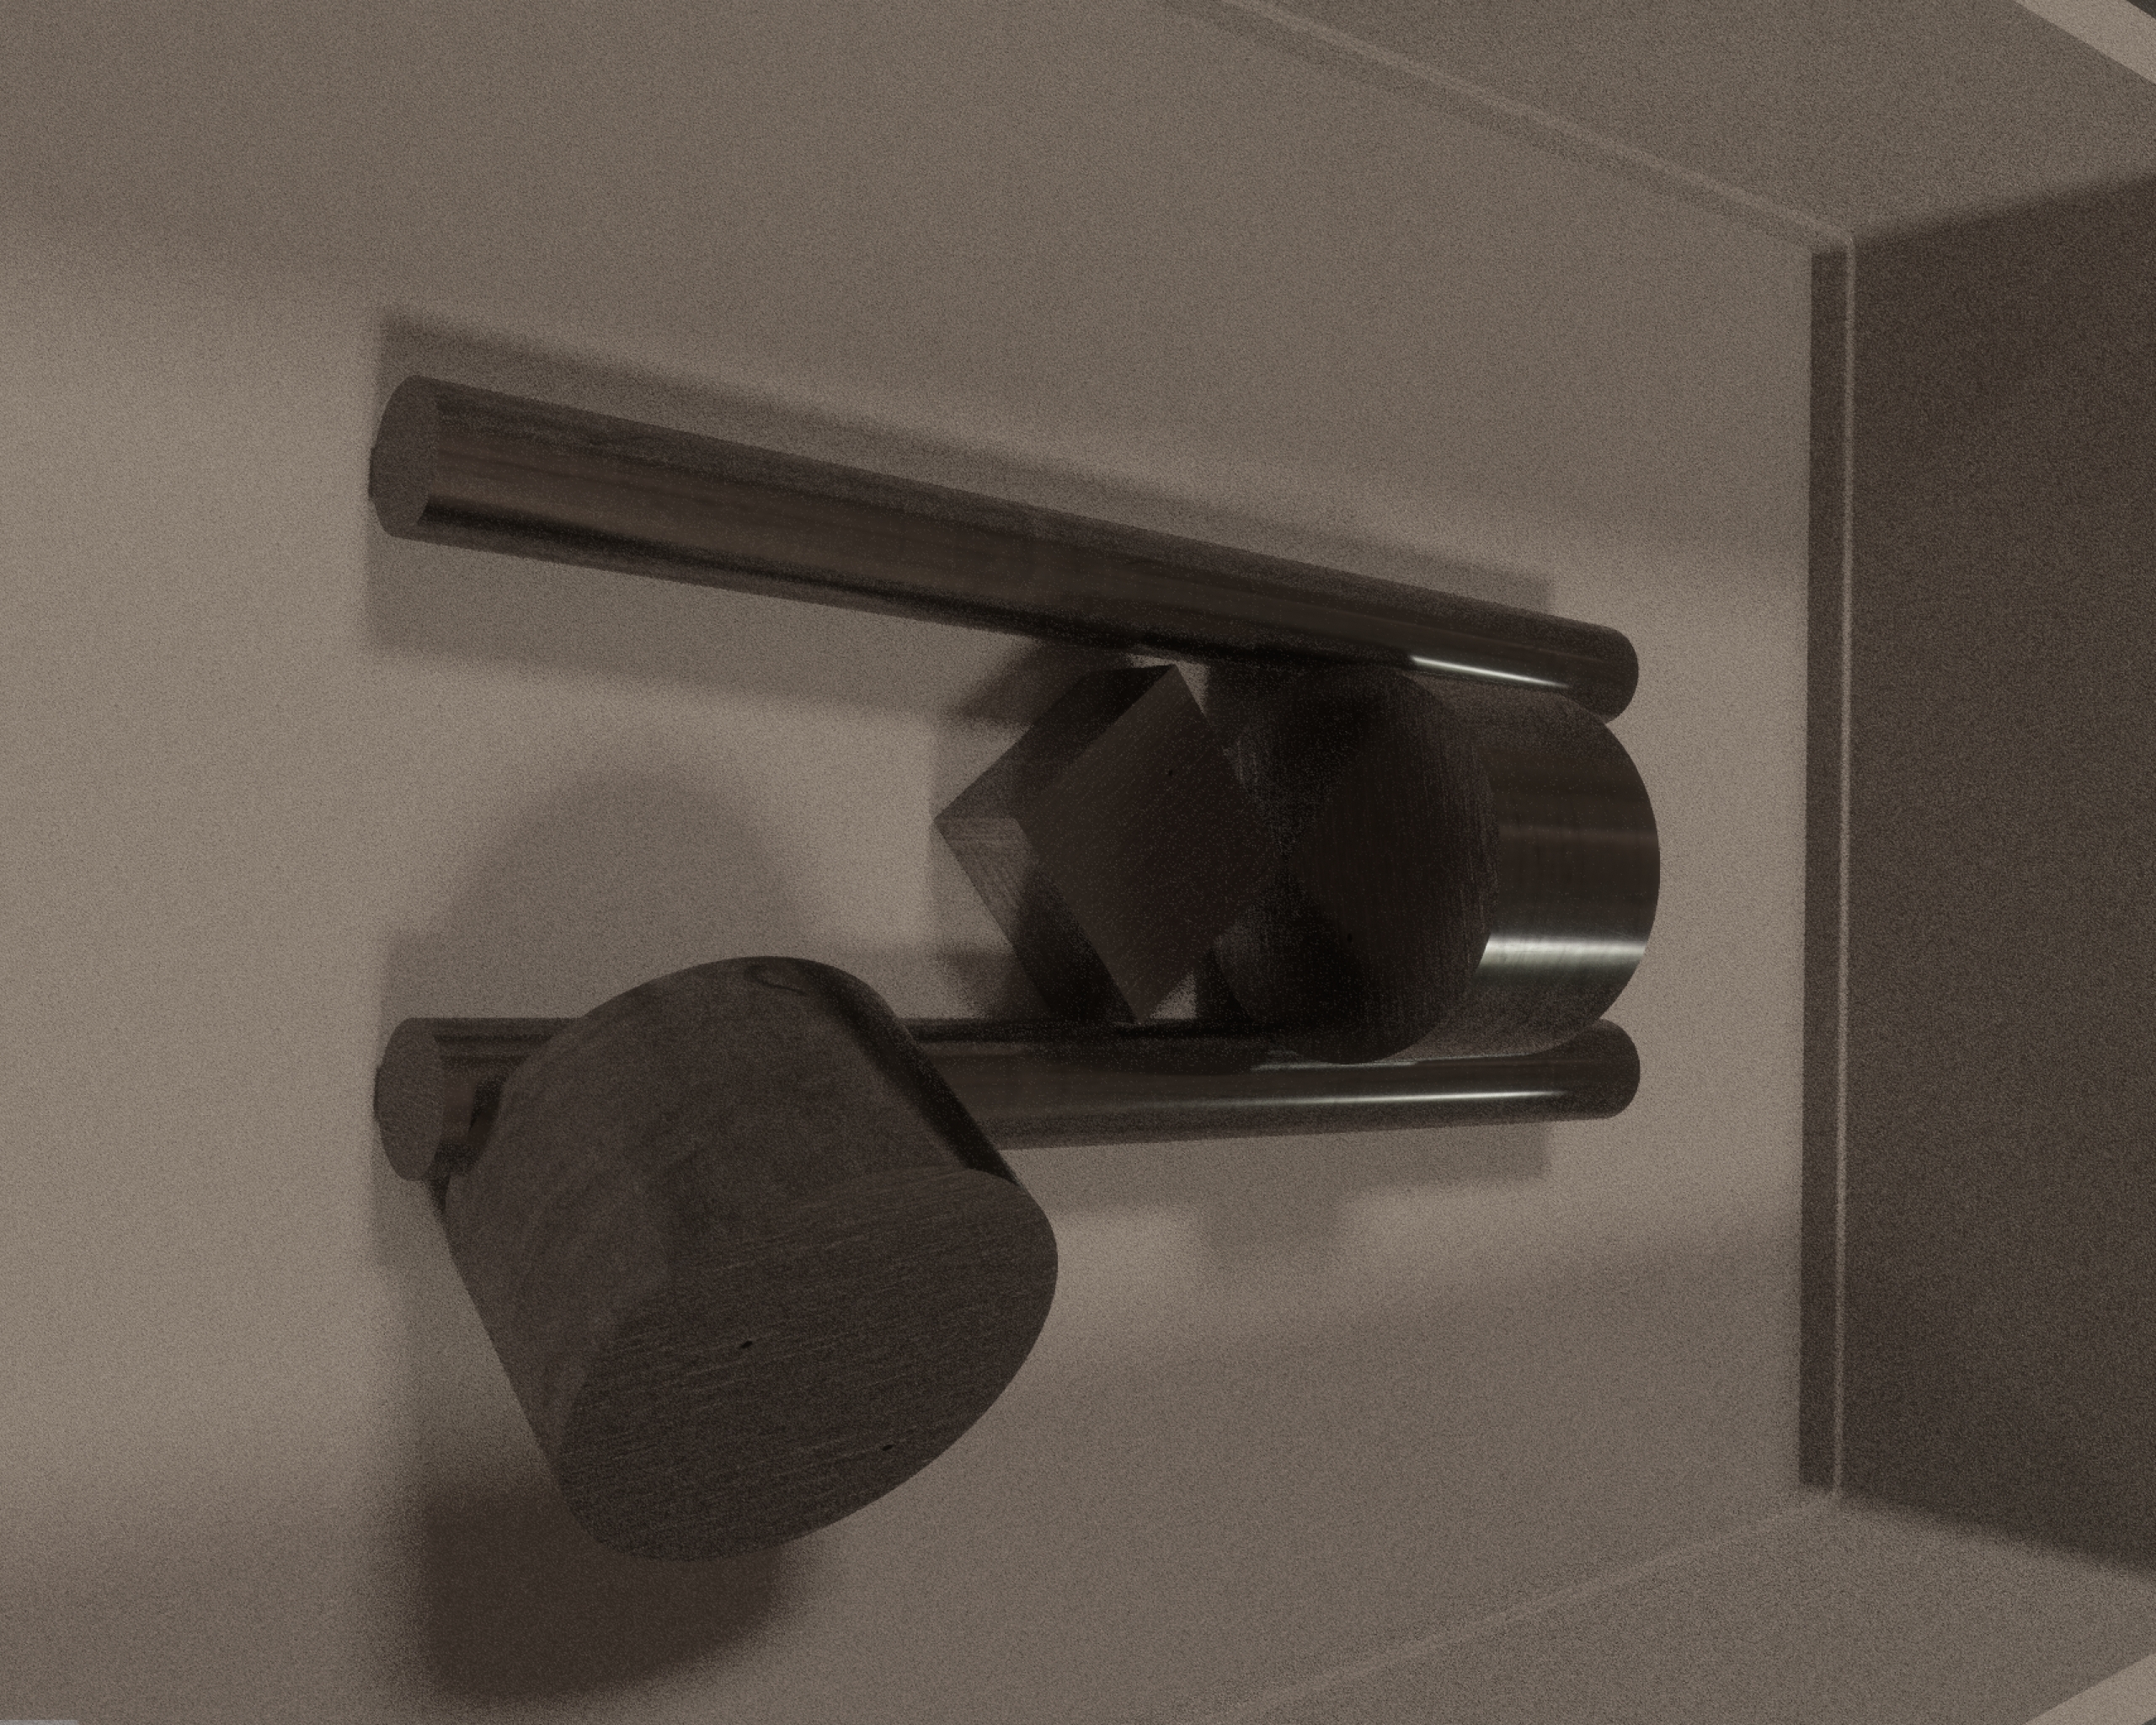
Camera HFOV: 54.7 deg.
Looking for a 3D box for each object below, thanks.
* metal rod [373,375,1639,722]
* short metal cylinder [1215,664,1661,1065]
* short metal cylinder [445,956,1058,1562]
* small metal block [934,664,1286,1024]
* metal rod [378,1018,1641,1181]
[{"bbox_3d":[0.012,-0.054,0.416,0.302,0.025,0.025,4,88,-40],"label":"metal rod"},{"bbox_3d":[0.071,0.001,0.431,0.050,0.080,0.079,2,89,-40],"label":"short metal cylinder"},{"bbox_3d":[-0.051,0.061,0.325,0.081,0.050,0.079,-21,135,-23],"label":"short metal cylinder"},{"bbox_3d":[0.007,-0.004,0.413,0.050,0.025,0.050,-45,118,-31],"label":"small metal block"},{"bbox_3d":[0.013,0.044,0.417,0.302,0.025,0.025,4,88,-40],"label":"metal rod"}]
